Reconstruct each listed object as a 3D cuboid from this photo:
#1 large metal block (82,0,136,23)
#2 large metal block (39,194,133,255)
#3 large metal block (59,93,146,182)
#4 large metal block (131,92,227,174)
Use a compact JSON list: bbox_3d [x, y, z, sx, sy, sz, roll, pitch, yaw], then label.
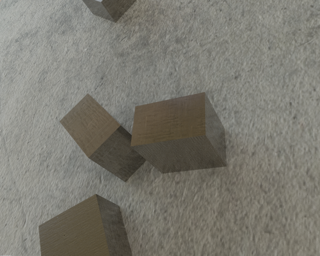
[{"bbox_3d":[-0.095,-0.257,0.593,0.080,0.050,0.080,33,80,38],"label":"large metal block"},{"bbox_3d":[-0.083,0.134,0.348,0.080,0.050,0.080,-30,52,8],"label":"large metal block"},{"bbox_3d":[-0.068,0.013,0.395,0.050,0.080,0.080,-46,51,-4],"label":"large metal block"},{"bbox_3d":[0.024,0.010,0.349,0.080,0.080,0.050,-10,58,22],"label":"large metal block"}]
